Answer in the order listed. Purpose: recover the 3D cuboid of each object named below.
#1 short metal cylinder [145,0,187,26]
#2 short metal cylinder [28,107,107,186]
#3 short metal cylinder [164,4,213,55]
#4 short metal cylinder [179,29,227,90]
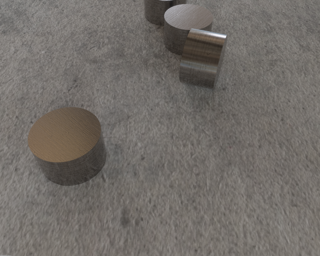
[{"bbox_3d":[0.010,-0.238,0.587,0.081,0.050,0.080,0,50,0],"label":"short metal cylinder"},{"bbox_3d":[-0.107,0.021,0.368,0.081,0.050,0.080,0,50,0],"label":"short metal cylinder"},{"bbox_3d":[0.047,-0.168,0.529,0.081,0.050,0.080,0,50,0],"label":"short metal cylinder"},{"bbox_3d":[0.064,-0.100,0.453,0.050,0.080,0.080,15,52,11],"label":"short metal cylinder"}]
